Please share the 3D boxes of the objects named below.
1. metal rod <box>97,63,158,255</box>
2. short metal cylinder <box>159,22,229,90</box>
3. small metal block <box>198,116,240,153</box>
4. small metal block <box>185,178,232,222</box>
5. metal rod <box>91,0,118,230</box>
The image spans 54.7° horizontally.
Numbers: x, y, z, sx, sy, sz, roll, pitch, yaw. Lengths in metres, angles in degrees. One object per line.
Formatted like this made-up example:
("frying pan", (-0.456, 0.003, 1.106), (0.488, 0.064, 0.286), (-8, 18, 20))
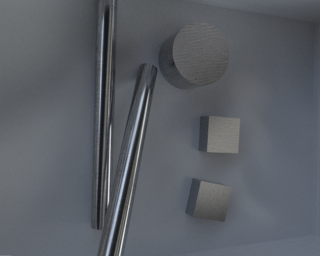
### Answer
("metal rod", (-0.036, 0.052, 0.335), (0.025, 0.025, 0.300), (20, 59, -19))
("short metal cylinder", (0.044, -0.094, 0.415), (0.081, 0.050, 0.079), (0, 90, -21))
("small metal block", (0.085, 0.010, 0.443), (0.050, 0.025, 0.050), (4, 89, -20))
("small metal block", (0.069, 0.102, 0.438), (0.050, 0.025, 0.050), (14, 85, -20))
("metal rod", (-0.069, -0.027, 0.385), (0.025, 0.025, 0.298), (2, 90, -20))
